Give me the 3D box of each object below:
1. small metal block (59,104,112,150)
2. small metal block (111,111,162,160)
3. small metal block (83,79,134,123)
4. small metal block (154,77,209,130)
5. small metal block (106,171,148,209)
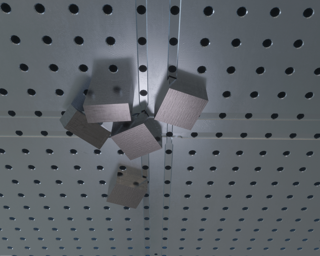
[{"bbox_3d":[-0.094,-0.002,0.389,0.050,0.050,0.025,36,86,-27],"label":"small metal block"},{"bbox_3d":[-0.031,0.012,0.421,0.050,0.025,0.050,-22,127,17],"label":"small metal block"},{"bbox_3d":[-0.059,-0.032,0.367,0.050,0.050,0.025,-3,130,2],"label":"small metal block"},{"bbox_3d":[0.025,-0.029,0.387,0.050,0.025,0.050,16,128,-14],"label":"small metal block"},{"bbox_3d":[-0.053,0.100,0.496,0.050,0.025,0.050,18,128,-15],"label":"small metal block"}]
